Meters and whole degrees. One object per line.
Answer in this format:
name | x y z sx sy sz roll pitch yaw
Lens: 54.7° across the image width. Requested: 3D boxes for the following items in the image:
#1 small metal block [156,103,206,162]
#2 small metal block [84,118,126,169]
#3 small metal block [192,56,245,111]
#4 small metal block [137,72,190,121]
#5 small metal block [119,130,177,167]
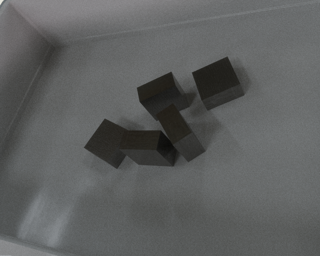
small metal block | 0.025 0.006 0.372 0.025 0.050 0.050 -34 52 6
small metal block | -0.068 0.021 0.427 0.050 0.025 0.050 24 75 36
small metal block | 0.075 -0.058 0.401 0.050 0.025 0.050 -23 53 14
small metal block | 0.005 -0.041 0.411 0.050 0.050 0.025 -23 54 14
small metal block | -0.013 0.025 0.380 0.050 0.050 0.025 -1 62 27
